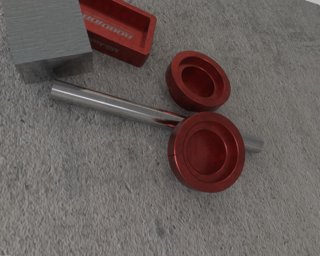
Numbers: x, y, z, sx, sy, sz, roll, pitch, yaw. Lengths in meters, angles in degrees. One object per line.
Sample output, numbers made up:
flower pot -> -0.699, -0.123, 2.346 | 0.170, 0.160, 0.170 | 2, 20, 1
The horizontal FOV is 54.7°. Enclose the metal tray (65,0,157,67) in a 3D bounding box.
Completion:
metal tray -> -0.074, -0.152, 0.452 | 0.131, 0.030, 0.090 | 20, 54, -17

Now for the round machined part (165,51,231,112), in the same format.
round machined part -> 0.052, -0.063, 0.459 | 0.099, 0.042, 0.098 | 14, 56, -21

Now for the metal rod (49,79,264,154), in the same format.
metal rod -> 0.011, -0.010, 0.415 | 0.302, 0.025, 0.025 | 15, 56, -20

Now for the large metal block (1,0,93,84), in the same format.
large metal block -> -0.128, -0.105, 0.361 | 0.081, 0.050, 0.080 | -14, 77, -15

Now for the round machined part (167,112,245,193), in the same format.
round machined part -> 0.054, 0.031, 0.390 | 0.099, 0.042, 0.098 | 4, 80, -22
